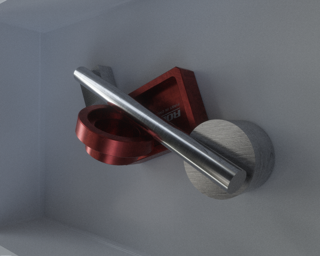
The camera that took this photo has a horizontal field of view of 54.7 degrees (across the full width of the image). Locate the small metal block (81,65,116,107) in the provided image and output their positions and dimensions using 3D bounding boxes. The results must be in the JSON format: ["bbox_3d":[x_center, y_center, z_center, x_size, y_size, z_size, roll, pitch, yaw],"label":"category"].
[{"bbox_3d":[-0.095,-0.063,0.481,0.050,0.025,0.050,-28,73,36],"label":"small metal block"}]

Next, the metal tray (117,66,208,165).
[{"bbox_3d":[-0.005,-0.011,0.403,0.130,0.030,0.090,-24,75,37],"label":"metal tray"}]

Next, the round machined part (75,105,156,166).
[{"bbox_3d":[-0.055,0.011,0.383,0.098,0.099,0.042,34,119,34],"label":"round machined part"}]

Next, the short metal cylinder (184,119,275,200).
[{"bbox_3d":[0.072,0.031,0.328,0.080,0.050,0.079,0,90,39],"label":"short metal cylinder"}]

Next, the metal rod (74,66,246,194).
[{"bbox_3d":[-0.025,-0.017,0.371,0.300,0.025,0.025,35,111,41],"label":"metal rod"}]
